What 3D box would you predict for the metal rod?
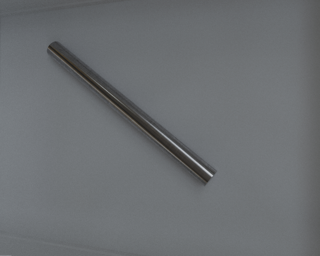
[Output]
[{"bbox_3d":[-0.048,-0.028,0.427,0.300,0.025,0.025,39,103,15],"label":"metal rod"}]
